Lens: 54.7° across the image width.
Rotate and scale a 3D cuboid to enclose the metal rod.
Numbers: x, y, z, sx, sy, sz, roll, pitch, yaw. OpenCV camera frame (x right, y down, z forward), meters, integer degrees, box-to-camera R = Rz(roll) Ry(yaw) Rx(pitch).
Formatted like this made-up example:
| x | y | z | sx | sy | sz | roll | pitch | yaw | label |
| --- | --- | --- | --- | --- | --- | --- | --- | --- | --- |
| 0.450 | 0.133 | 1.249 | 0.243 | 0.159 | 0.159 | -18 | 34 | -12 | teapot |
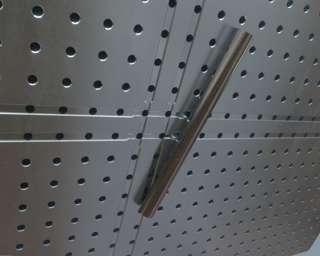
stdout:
| x | y | z | sx | sy | sz | roll | pitch | yaw | label |
| --- | --- | --- | --- | --- | --- | --- | --- | --- | --- |
| 0.044 | 0.004 | 0.439 | 0.025 | 0.025 | 0.298 | 15 | 111 | -35 | metal rod |
